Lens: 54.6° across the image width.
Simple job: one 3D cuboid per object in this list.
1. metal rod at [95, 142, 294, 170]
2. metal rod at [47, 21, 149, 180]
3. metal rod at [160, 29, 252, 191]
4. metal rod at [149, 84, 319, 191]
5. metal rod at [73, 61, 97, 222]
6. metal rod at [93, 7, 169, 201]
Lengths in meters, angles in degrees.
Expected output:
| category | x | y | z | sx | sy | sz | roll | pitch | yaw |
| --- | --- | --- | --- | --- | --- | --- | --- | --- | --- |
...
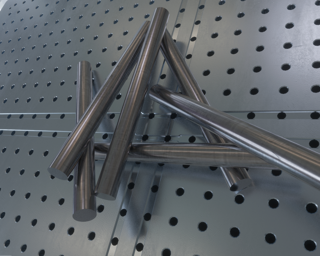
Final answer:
| category | x | y | z | sx | sy | sz | roll | pitch | yaw |
| --- | --- | --- | --- | --- | --- | --- | --- | --- | --- |
| metal rod | 0.000 | 0.030 | 0.369 | 0.300 | 0.025 | 0.025 | -1 | 61 | 35 |
| metal rod | -0.067 | -0.060 | 0.436 | 0.025 | 0.025 | 0.300 | 0 | 48 | 28 |
| metal rod | 0.042 | -0.050 | 0.418 | 0.025 | 0.025 | 0.300 | -29 | 52 | 10 |
| metal rod | 0.067 | -0.002 | 0.318 | 0.025 | 0.025 | 0.300 | -48 | 34 | -5 |
| metal rod | -0.107 | -0.007 | 0.439 | 0.025 | 0.025 | 0.300 | -27 | 43 | 12 |
| metal rod | -0.029 | -0.052 | 0.413 | 0.025 | 0.025 | 0.300 | -2 | 57 | 27 |
